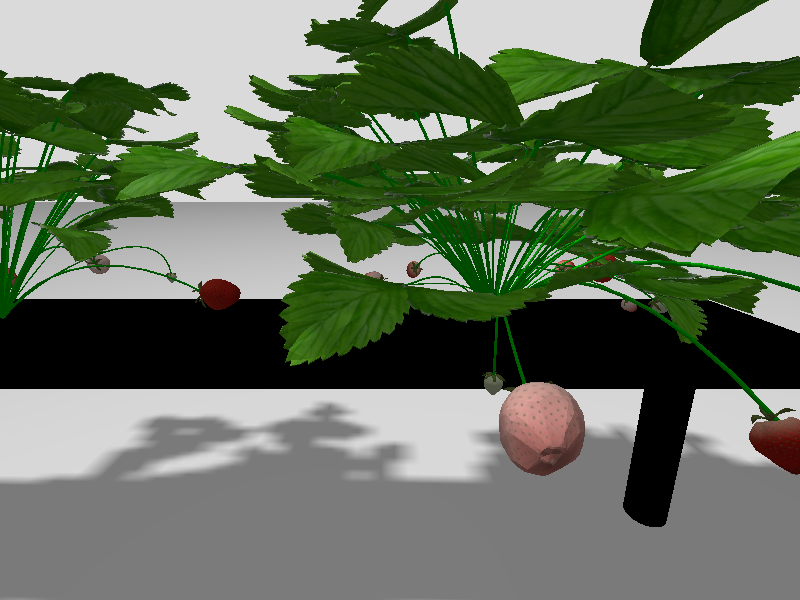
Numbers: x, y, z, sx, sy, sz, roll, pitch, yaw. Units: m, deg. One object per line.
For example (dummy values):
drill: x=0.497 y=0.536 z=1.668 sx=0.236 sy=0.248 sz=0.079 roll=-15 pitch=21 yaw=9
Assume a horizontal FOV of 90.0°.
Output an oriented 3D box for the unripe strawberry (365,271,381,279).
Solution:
unripe strawberry: x=-0.032 y=-0.019 z=0.444 sx=0.026 sy=0.027 sz=0.024 roll=10 pitch=18 yaw=34

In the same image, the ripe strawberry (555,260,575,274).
ripe strawberry: x=0.217 y=-0.040 z=0.525 sx=0.025 sy=0.027 sz=0.027 roll=12 pitch=19 yaw=37

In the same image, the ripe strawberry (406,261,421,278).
ripe strawberry: x=0.017 y=-0.040 z=0.529 sx=0.019 sy=0.022 sz=0.021 roll=-6 pitch=-9 yaw=-21

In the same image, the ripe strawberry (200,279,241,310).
ripe strawberry: x=-0.174 y=-0.006 z=0.389 sx=0.035 sy=0.030 sz=0.035 roll=-2 pitch=16 yaw=-8

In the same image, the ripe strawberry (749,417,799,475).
ripe strawberry: x=0.165 y=0.062 z=0.171 sx=0.021 sy=0.023 sz=0.022 roll=-6 pitch=-23 yaw=-21

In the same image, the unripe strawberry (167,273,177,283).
unripe strawberry: x=-0.277 y=-0.026 z=0.487 sx=0.010 sy=0.011 sz=0.011 roll=11 pitch=19 yaw=33

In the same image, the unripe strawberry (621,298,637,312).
unripe strawberry: x=0.222 y=0.005 z=0.385 sx=0.015 sy=0.013 sz=0.015 roll=39 pitch=7 yaw=-16

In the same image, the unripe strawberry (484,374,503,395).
unripe strawberry: x=0.052 y=0.047 z=0.222 sx=0.011 sy=0.011 sz=0.011 roll=3 pitch=16 yaw=12

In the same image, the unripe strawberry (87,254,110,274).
unripe strawberry: x=-0.420 y=-0.050 z=0.561 sx=0.027 sy=0.028 sz=0.029 roll=-4 pitch=4 yaw=-15

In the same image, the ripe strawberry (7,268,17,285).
ripe strawberry: x=-0.460 y=-0.025 z=0.464 sx=0.025 sy=0.029 sz=0.027 roll=-14 pitch=20 yaw=-41

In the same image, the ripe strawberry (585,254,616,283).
ripe strawberry: x=0.261 y=-0.043 z=0.516 sx=0.040 sy=0.039 sz=0.037 roll=-13 pitch=20 yaw=-40

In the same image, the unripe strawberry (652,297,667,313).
unripe strawberry: x=0.252 y=0.004 z=0.385 sx=0.018 sy=0.017 sz=0.016 roll=14 pitch=13 yaw=-10

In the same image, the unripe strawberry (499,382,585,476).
unripe strawberry: x=0.060 y=0.055 z=0.167 sx=0.036 sy=0.038 sz=0.038 roll=2 pitch=16 yaw=7
